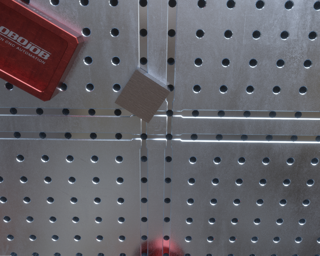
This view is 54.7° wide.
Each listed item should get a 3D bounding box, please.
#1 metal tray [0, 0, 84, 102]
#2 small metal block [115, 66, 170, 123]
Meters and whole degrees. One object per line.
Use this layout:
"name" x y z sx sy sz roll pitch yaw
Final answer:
"metal tray" -0.171 -0.102 0.371 0.131 0.030 0.090 29 107 -11
"small metal block" -0.022 -0.043 0.397 0.050 0.025 0.050 32 107 -11
